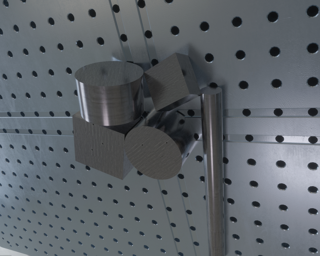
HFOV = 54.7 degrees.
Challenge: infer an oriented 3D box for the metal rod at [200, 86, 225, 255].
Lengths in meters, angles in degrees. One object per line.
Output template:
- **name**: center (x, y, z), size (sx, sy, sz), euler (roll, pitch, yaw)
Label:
- **metal rod**: center (0.075, 0.087, 0.425), size (0.025, 0.025, 0.298), euler (7, 122, 24)

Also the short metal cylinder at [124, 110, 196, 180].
- **short metal cylinder**: center (0.001, 0.021, 0.408), size (0.080, 0.050, 0.079), euler (13, 124, 21)

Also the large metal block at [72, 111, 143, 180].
- **large metal block**: center (-0.075, 0.017, 0.445), size (0.080, 0.050, 0.079), euler (19, 126, 17)

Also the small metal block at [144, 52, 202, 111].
- **small metal block**: center (0.014, -0.052, 0.359), size (0.050, 0.025, 0.050), euler (-25, 77, 37)

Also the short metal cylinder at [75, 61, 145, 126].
- **short metal cylinder**: center (-0.060, -0.045, 0.380), size (0.080, 0.080, 0.050), euler (13, 124, 21)
